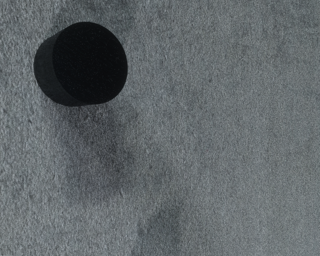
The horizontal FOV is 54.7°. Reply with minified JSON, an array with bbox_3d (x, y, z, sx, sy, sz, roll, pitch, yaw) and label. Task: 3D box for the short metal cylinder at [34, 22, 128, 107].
[{"bbox_3d":[-0.081,-0.063,0.320,0.081,0.050,0.080,0,90,-40],"label":"short metal cylinder"}]
